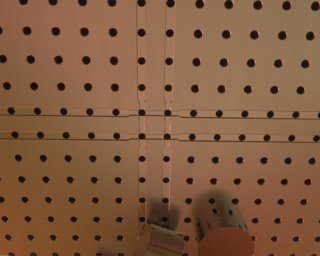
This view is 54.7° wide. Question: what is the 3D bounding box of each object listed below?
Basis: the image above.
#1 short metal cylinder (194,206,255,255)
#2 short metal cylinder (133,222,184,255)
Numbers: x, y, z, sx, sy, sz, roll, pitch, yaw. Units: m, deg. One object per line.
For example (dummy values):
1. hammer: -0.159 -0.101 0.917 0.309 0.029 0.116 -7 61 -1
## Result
1. short metal cylinder: 0.094 0.164 0.462 0.081 0.050 0.079 0 110 -1
2. short metal cylinder: -0.005 0.185 0.452 0.050 0.080 0.079 22 109 -8
